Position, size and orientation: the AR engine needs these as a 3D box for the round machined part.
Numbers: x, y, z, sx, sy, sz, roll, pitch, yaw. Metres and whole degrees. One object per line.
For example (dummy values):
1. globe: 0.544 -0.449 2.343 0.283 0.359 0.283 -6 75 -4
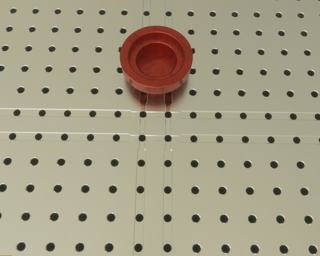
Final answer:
1. round machined part: -0.005 -0.091 0.436 0.099 0.042 0.098 0 70 -1
